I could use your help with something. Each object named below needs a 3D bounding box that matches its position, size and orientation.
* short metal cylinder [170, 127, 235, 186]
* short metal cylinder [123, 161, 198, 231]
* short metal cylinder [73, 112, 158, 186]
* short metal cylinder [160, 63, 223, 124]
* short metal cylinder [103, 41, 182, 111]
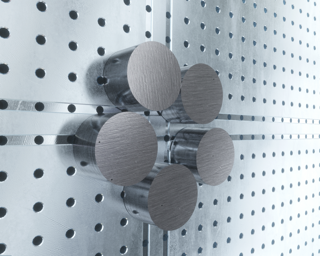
[{"bbox_3d":[0.061,0.039,0.443,0.081,0.050,0.079,-2,93,-40],"label":"short metal cylinder"},{"bbox_3d":[0.002,0.083,0.392,0.081,0.050,0.080,0,90,-39],"label":"short metal cylinder"},{"bbox_3d":[-0.049,0.022,0.351,0.081,0.050,0.079,-1,91,-40],"label":"short metal cylinder"},{"bbox_3d":[0.041,-0.045,0.425,0.081,0.050,0.079,0,91,-40],"label":"short metal cylinder"},{"bbox_3d":[-0.020,-0.060,0.375,0.081,0.050,0.079,0,91,-40],"label":"short metal cylinder"}]
